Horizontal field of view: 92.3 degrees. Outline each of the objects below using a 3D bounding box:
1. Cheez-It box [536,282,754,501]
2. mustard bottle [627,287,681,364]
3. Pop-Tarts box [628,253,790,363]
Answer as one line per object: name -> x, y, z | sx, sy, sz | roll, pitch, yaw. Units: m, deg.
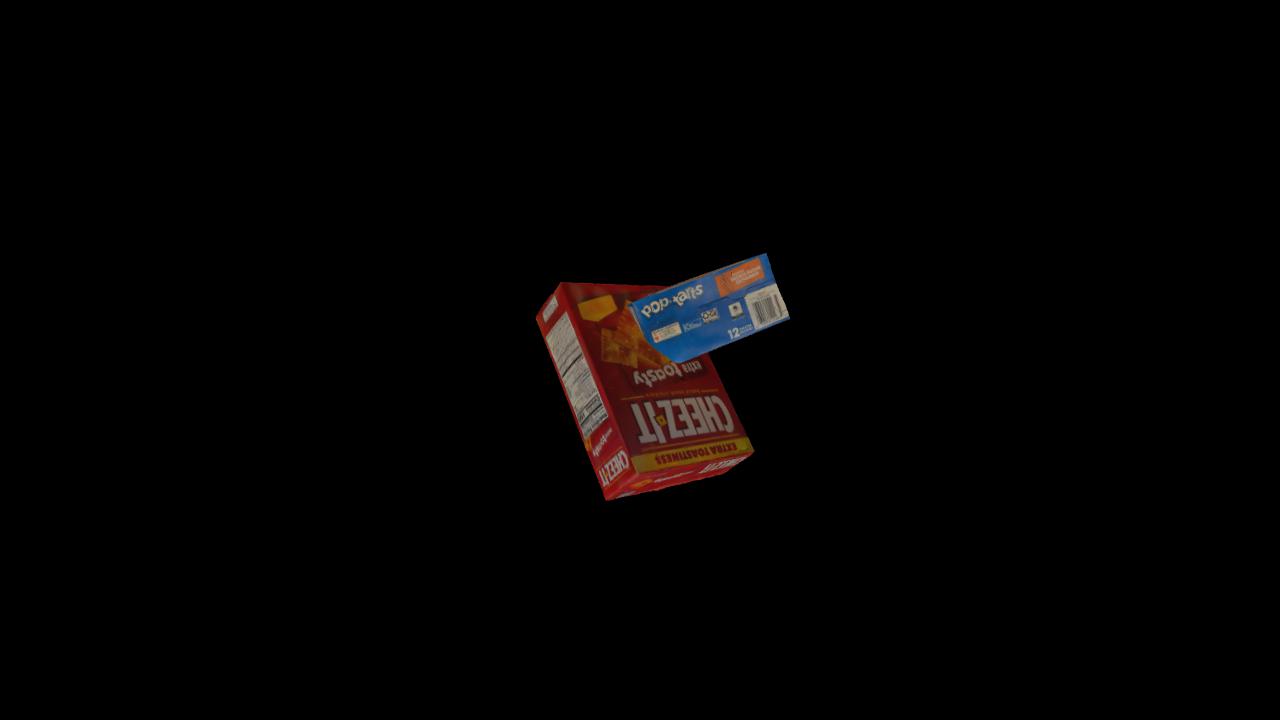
Cheez-It box -> 0.004, 0.024, 0.656 | 0.166, 0.223, 0.071 | -3, -30, -39
mustard bottle -> -0.028, 0.016, 0.721 | 0.054, 0.092, 0.184 | -24, -35, 21
Pop-Tarts box -> 0.062, -0.053, 0.726 | 0.167, 0.083, 0.141 | -21, 5, -13
